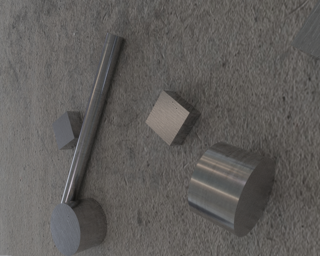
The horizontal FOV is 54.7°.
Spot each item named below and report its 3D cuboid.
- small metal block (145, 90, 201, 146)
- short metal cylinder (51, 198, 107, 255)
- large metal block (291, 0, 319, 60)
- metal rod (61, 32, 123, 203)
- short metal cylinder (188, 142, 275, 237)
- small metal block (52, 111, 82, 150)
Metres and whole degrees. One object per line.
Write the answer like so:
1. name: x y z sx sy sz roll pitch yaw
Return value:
1. small metal block: 0.016 -0.013 0.392 0.050 0.025 0.050 44 116 31
2. short metal cylinder: -0.131 0.156 0.497 0.080 0.050 0.080 0 90 40
3. large metal block: 0.170 -0.082 0.248 0.080 0.050 0.080 41 115 32
4. metal rod: -0.113 -0.002 0.498 0.025 0.025 0.298 30 109 36
5. short metal cylinder: 0.073 0.059 0.309 0.050 0.081 0.079 20 103 38
6. small metal block: -0.157 0.005 0.534 0.050 0.025 0.050 -32 70 35
